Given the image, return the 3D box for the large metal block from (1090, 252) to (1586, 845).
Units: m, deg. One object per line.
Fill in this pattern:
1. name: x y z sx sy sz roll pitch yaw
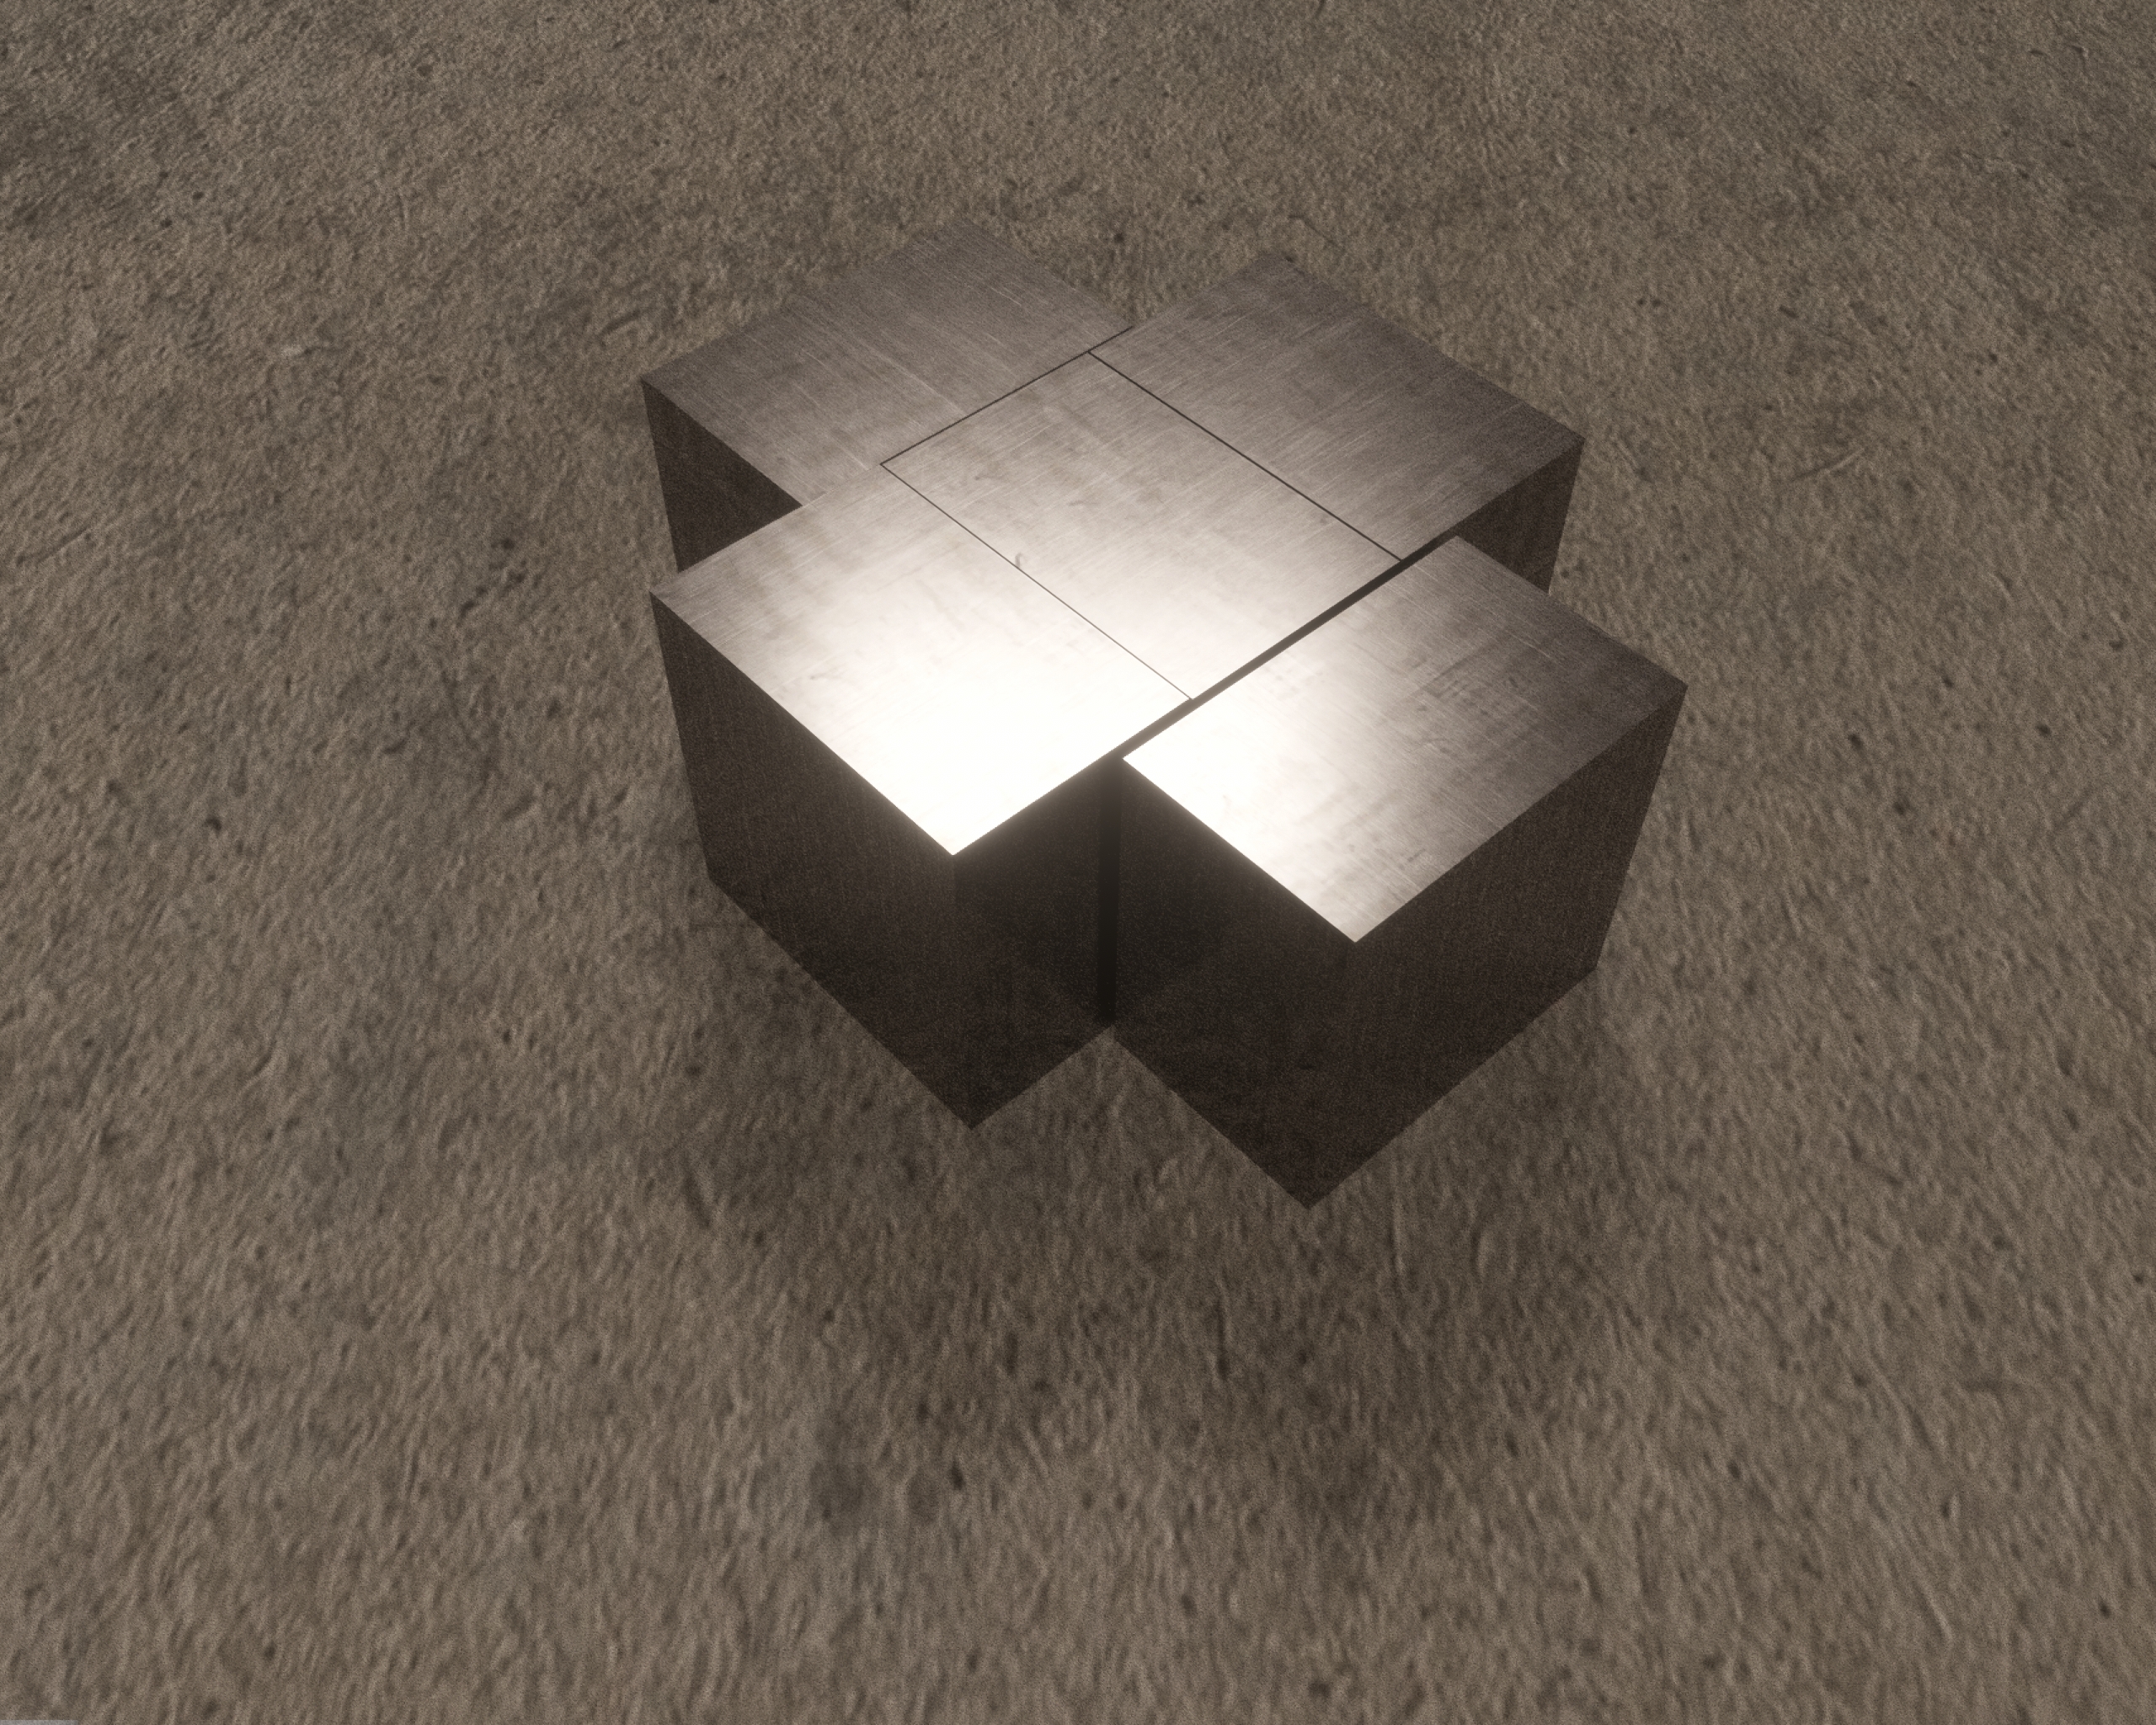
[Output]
1. large metal block: 0.048 -0.063 0.423 0.050 0.080 0.080 -35 59 -26

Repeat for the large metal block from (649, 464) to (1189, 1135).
1. large metal block: -0.028 -0.011 0.379 0.050 0.080 0.080 -35 59 -26

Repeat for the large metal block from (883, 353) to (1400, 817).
1. large metal block: 0.010 -0.037 0.401 0.050 0.080 0.080 -35 59 -26

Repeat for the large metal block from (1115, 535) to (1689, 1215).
1. large metal block: 0.054 0.002 0.368 0.080 0.080 0.050 -35 59 -26

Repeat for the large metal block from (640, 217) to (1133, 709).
1. large metal block: -0.036 -0.073 0.430 0.080 0.080 0.050 -35 59 -26
